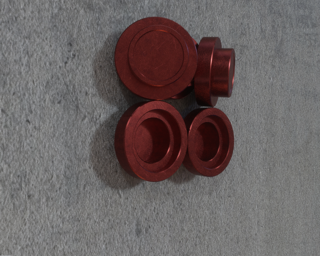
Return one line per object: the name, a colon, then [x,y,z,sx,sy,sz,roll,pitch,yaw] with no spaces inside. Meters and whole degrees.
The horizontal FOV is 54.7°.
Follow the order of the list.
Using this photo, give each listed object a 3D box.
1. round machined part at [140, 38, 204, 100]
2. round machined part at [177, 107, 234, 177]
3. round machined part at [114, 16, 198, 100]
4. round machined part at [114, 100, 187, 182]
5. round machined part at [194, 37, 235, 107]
round machined part: [0.020,-0.087,0.413,0.099,0.042,0.097,0,90,-40]
round machined part: [0.060,0.020,0.448,0.099,0.042,0.097,0,90,-40]
round machined part: [-0.004,-0.081,0.363,0.099,0.042,0.097,0,93,-7]
round machined part: [-0.015,0.015,0.384,0.099,0.042,0.097,0,90,-40]
round machined part: [0.081,-0.078,0.437,0.098,0.042,0.097,5,91,-71]
